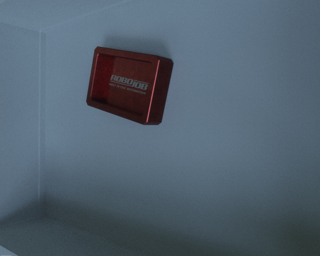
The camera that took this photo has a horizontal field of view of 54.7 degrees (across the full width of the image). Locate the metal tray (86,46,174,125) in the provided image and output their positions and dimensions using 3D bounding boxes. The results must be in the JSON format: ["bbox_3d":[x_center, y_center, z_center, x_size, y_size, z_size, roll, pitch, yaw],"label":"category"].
[{"bbox_3d":[-0.048,-0.063,0.440,0.130,0.030,0.089,19,102,38],"label":"metal tray"}]
